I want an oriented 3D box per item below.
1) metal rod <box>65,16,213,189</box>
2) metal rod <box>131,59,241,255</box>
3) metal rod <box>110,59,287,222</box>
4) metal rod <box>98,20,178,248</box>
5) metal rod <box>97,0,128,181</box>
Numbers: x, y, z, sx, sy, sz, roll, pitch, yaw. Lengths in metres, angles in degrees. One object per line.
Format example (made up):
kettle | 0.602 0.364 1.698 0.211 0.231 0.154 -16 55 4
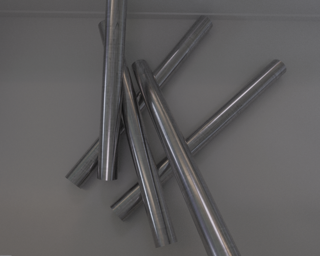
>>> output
metal rod | -0.019 -0.046 0.426 0.025 0.025 0.300 34 73 11
metal rod | 0.018 0.024 0.327 0.025 0.025 0.300 -18 51 -6
metal rod | 0.059 0.008 0.406 0.301 0.025 0.025 -41 75 -14
metal rod | -0.033 -0.009 0.384 0.025 0.025 0.299 -15 71 -5
metal rod | -0.055 -0.087 0.370 0.025 0.025 0.298 4 93 1
